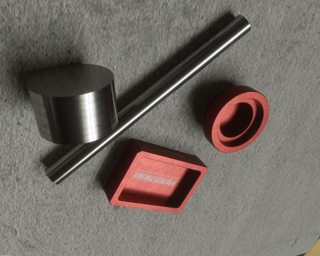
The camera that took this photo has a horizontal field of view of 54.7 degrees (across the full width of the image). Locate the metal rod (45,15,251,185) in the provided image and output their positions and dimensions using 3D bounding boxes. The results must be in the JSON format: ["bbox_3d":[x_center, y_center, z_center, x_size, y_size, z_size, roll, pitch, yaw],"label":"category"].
[{"bbox_3d":[-0.013,-0.036,0.378,0.301,0.025,0.025,-39,130,-2],"label":"metal rod"}]

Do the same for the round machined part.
[{"bbox_3d":[0.104,-0.016,0.445,0.099,0.042,0.097,-14,125,-21],"label":"round machined part"}]

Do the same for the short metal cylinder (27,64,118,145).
[{"bbox_3d":[-0.085,-0.027,0.309,0.081,0.080,0.050,-14,125,-21],"label":"short metal cylinder"}]

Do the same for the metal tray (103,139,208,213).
[{"bbox_3d":[-0.004,0.074,0.448,0.131,0.030,0.090,18,109,-36],"label":"metal tray"}]
